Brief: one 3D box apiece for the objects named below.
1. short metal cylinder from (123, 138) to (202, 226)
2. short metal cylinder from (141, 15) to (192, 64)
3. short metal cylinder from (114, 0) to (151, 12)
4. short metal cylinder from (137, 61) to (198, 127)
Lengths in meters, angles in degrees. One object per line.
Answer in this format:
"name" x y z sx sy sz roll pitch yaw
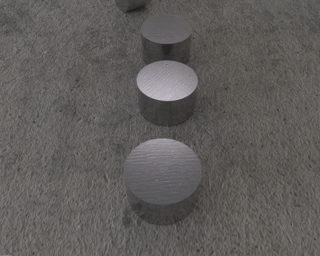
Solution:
"short metal cylinder" 0.003 0.058 0.338 0.080 0.050 0.080 0 50 0
"short metal cylinder" 0.010 -0.139 0.504 0.080 0.050 0.080 0 50 0
"short metal cylinder" -0.057 -0.270 0.594 0.050 0.080 0.080 -25 54 -19
"short metal cylinder" 0.010 -0.048 0.427 0.080 0.050 0.080 0 50 0
